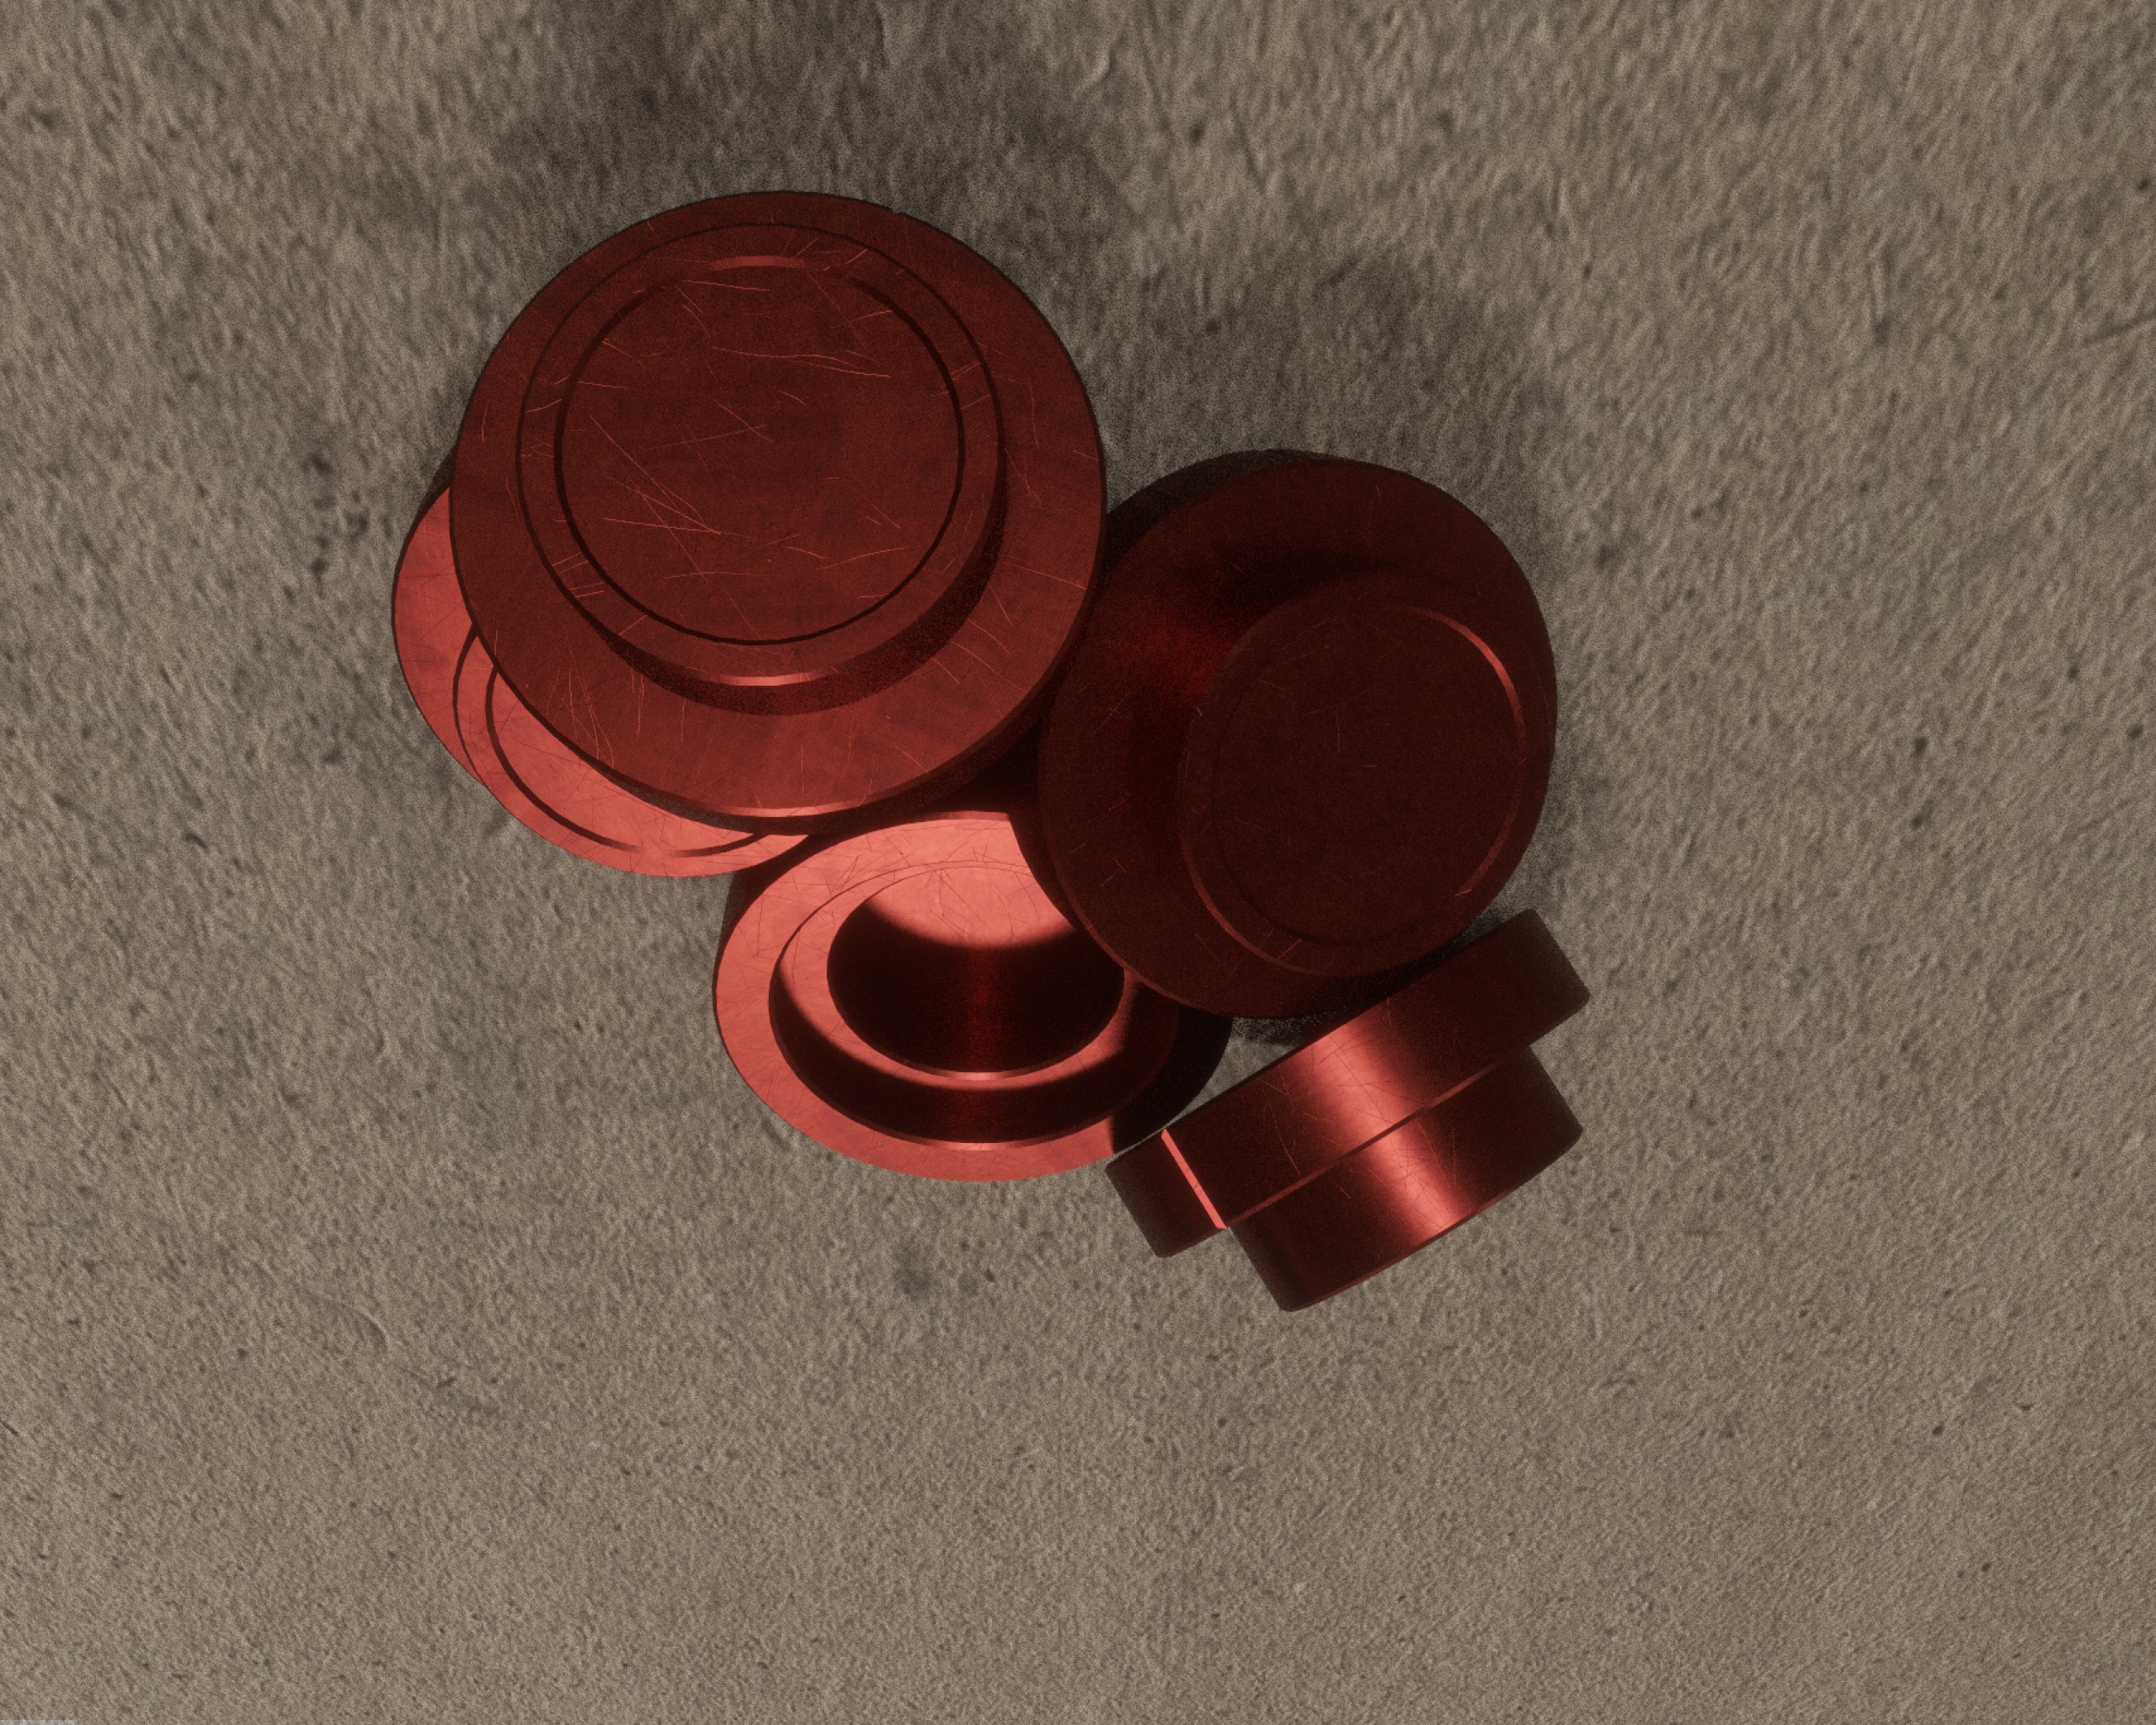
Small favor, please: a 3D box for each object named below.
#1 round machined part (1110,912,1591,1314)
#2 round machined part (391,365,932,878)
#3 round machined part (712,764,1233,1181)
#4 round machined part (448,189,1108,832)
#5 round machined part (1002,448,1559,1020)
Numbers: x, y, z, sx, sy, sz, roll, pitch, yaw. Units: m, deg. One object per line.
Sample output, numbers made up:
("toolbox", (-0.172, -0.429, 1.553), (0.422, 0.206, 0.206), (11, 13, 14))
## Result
("round machined part", (0.058, 0.052, 0.407), (0.098, 0.099, 0.042), (-35, 81, 26))
("round machined part", (-0.071, -0.036, 0.368), (0.099, 0.042, 0.097), (-1, 130, 0))
("round machined part", (-0.020, 0.015, 0.410), (0.099, 0.042, 0.097), (-1, 130, 0))
("round machined part", (-0.045, -0.055, 0.312), (0.099, 0.097, 0.042), (1, 172, -1))
("round machined part", (0.040, -0.019, 0.353), (0.099, 0.042, 0.097), (-6, 108, -20))
